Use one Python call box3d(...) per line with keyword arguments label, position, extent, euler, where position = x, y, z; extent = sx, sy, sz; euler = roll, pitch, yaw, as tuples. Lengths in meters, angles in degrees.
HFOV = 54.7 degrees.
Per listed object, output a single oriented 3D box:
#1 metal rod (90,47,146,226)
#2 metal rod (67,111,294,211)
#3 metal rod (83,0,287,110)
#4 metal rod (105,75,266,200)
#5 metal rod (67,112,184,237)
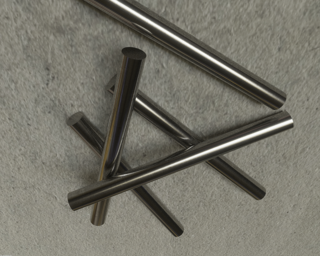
box3d(label="metal rod", position=(-0.063, 0.036, 0.402), extent=(0.025, 0.025, 0.298), euler=(11, 129, -10))
box3d(label="metal rod", position=(0.026, 0.043, 0.403), extent=(0.301, 0.025, 0.025), euler=(-21, 128, 1))
box3d(label="metal rod", position=(0.018, -0.093, 0.328), extent=(0.302, 0.025, 0.025), euler=(25, 126, -21))
box3d(label="metal rod", position=(0.052, 0.026, 0.429), extent=(0.301, 0.025, 0.025), euler=(36, 121, -27))
box3d(label="metal rod", position=(-0.038, 0.088, 0.481), extent=(0.025, 0.025, 0.300), euler=(-22, 127, 17))
